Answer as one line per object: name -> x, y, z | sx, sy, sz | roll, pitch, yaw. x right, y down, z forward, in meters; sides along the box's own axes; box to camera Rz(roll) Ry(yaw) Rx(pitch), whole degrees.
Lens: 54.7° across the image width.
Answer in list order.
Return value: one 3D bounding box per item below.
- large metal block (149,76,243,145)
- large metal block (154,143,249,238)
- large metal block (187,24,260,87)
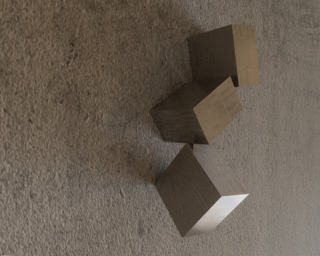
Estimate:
large metal block -> 0.048, -0.023, 0.408 | 0.080, 0.080, 0.050 | -40, 115, -32
large metal block -> 0.048, 0.077, 0.388 | 0.050, 0.080, 0.080 | 7, 129, -40
large metal block -> 0.090, -0.098, 0.444 | 0.050, 0.080, 0.079 | -14, 99, -39
